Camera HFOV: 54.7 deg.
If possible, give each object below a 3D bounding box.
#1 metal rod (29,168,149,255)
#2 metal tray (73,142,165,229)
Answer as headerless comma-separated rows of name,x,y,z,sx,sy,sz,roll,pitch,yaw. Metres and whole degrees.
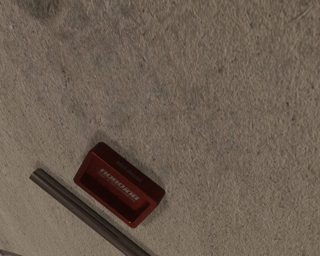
metal rod,-0.117,0.177,0.575,0.300,0.025,0.025,38,129,2
metal tray,-0.068,0.093,0.494,0.130,0.030,0.089,38,129,2
